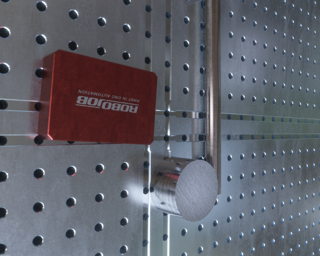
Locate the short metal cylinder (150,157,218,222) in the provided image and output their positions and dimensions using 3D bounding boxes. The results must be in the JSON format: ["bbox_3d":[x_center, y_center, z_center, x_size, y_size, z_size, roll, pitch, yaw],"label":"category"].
[{"bbox_3d":[0.033,0.081,0.421,0.081,0.050,0.080,0,90,-40],"label":"short metal cylinder"}]

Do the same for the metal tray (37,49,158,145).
[{"bbox_3d":[-0.065,-0.029,0.352,0.131,0.030,0.089,6,87,-40],"label":"metal tray"}]

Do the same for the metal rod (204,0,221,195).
[{"bbox_3d":[0.081,-0.049,0.476,0.025,0.025,0.298,0,90,-40],"label":"metal rod"}]
